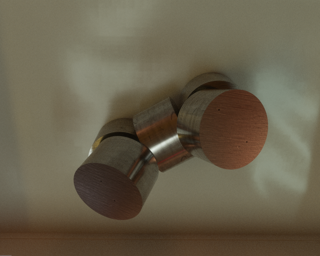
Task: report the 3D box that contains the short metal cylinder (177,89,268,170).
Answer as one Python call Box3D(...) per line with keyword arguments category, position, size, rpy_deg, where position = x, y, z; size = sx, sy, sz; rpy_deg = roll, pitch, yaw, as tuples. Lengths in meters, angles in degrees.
Box3D(category="short metal cylinder", position=(0.065, -0.001, 0.327), size=(0.081, 0.050, 0.079), rpy_deg=(-3, 98, -22))

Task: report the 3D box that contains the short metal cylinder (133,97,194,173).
Box3D(category="short metal cylinder", position=(0.009, 0.008, 0.383), size=(0.050, 0.080, 0.080), rpy_deg=(-28, 108, 9))

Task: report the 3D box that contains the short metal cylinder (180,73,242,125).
Box3D(category="short metal cylinder", position=(0.067, -0.025, 0.388), size=(0.081, 0.050, 0.079), rpy_deg=(0, 110, -1))

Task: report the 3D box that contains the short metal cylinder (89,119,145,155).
Box3D(category="short metal cylinder", position=(-0.049, 0.033, 0.408), size=(0.081, 0.050, 0.079), rpy_deg=(0, 110, -1))

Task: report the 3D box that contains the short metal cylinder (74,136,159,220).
Box3D(category="short metal cylinder", position=(-0.048, 0.056, 0.348), size=(0.080, 0.050, 0.079), rpy_deg=(11, 125, 16))
